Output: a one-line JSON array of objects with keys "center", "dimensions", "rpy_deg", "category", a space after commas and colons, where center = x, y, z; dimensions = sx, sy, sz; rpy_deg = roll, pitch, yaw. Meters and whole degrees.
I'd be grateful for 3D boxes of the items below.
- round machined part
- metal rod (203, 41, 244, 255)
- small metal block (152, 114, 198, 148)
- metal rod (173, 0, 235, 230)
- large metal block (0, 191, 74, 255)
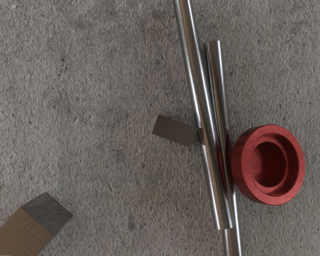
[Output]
[{"center": [0.130, 0.046, 0.392], "dimensions": [0.099, 0.042, 0.097], "rpy_deg": [3, 82, -22], "category": "round machined part"}, {"center": [0.085, 0.036, 0.411], "dimensions": [0.025, 0.025, 0.298], "rpy_deg": [-6, 90, -1], "category": "metal rod"}, {"center": [0.018, 0.003, 0.398], "dimensions": [0.050, 0.050, 0.025], "rpy_deg": [20, 91, 0], "category": "small metal block"}, {"center": [0.055, -0.024, 0.398], "dimensions": [0.025, 0.025, 0.298], "rpy_deg": [-10, 85, 0], "category": "metal rod"}, {"center": [-0.163, 0.133, 0.380], "dimensions": [0.050, 0.080, 0.080], "rpy_deg": [42, 90, -1], "category": "large metal block"}]
